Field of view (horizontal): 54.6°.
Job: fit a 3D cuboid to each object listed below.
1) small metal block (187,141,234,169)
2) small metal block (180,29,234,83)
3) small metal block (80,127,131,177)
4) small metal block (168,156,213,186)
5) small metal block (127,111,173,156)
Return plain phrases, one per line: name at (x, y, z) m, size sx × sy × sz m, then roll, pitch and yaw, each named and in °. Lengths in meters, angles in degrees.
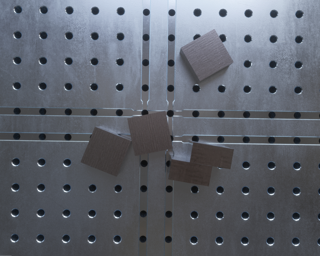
small metal block at (0.063, 0.034, 0.401) m, size 0.050 × 0.050 × 0.025 m, roll 10°, pitch 90°, yaw 0°
small metal block at (0.061, -0.095, 0.414) m, size 0.050 × 0.025 × 0.050 m, roll -30°, pitch 90°, yaw 0°
small metal block at (-0.070, 0.031, 0.413) m, size 0.050 × 0.025 × 0.050 m, roll 22°, pitch 90°, yaw 0°
small metal block at (0.037, 0.054, 0.401) m, size 0.050 × 0.050 × 0.025 m, roll 10°, pitch 90°, yaw 0°
small metal block at (-0.013, 0.007, 0.413) m, size 0.050 × 0.025 × 0.050 m, roll -11°, pitch 90°, yaw 0°
